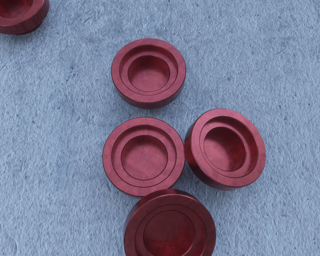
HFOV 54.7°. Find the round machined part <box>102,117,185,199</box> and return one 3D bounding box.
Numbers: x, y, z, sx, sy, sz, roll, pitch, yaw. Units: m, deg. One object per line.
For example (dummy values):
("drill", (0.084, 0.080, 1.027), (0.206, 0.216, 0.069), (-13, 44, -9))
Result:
("round machined part", (-0.019, 0.039, 0.385), (0.099, 0.042, 0.098), (0, 70, 0))

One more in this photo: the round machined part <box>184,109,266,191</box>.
("round machined part", (0.075, 0.029, 0.379), (0.099, 0.042, 0.098), (7, 65, -16))

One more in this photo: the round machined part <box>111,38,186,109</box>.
("round machined part", (-0.015, -0.070, 0.424), (0.099, 0.042, 0.098), (0, 70, 0))

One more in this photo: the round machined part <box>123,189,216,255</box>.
("round machined part", (0.008, 0.115, 0.344), (0.099, 0.042, 0.097), (-1, 95, -9))

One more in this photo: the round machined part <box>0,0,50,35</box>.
("round machined part", (-0.214, -0.180, 0.463), (0.099, 0.042, 0.098), (0, 70, 0))
